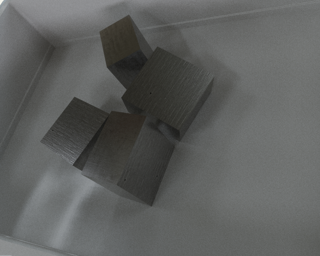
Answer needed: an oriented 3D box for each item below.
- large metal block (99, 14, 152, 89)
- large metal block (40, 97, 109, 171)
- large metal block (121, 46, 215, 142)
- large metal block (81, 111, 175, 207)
[{"bbox_3d":[-0.040,-0.101,0.452,0.050,0.080,0.080,-26,53,12],"label":"large metal block"},{"bbox_3d":[-0.106,0.012,0.436,0.080,0.050,0.080,25,75,36],"label":"large metal block"},{"bbox_3d":[0.011,-0.042,0.390,0.080,0.050,0.080,30,77,12],"label":"large metal block"},{"bbox_3d":[-0.033,0.037,0.364,0.050,0.080,0.080,9,67,32],"label":"large metal block"}]
